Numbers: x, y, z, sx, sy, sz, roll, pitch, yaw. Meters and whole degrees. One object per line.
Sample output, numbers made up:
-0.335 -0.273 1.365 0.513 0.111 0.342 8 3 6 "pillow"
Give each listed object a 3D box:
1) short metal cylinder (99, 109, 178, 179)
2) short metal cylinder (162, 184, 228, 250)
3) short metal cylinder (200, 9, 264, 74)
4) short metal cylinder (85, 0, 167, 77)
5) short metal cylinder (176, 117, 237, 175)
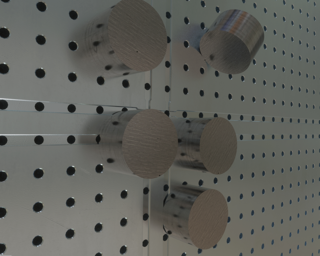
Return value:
-0.025 0.018 0.372 0.081 0.050 0.079 0 90 -40 "short metal cylinder"
0.050 0.122 0.435 0.081 0.050 0.079 0 90 -40 "short metal cylinder"
0.107 -0.127 0.462 0.080 0.080 0.050 50 61 -29 "short metal cylinder"
-0.038 -0.102 0.360 0.081 0.050 0.079 0 90 -40 "short metal cylinder"
0.066 0.025 0.448 0.081 0.050 0.079 0 90 -40 "short metal cylinder"
